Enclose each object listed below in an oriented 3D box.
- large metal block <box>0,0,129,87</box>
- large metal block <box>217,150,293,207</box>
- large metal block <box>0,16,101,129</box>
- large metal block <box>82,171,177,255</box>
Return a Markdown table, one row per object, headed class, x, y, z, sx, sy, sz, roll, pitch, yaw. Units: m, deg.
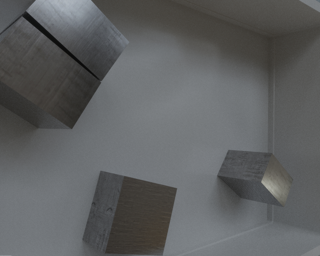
| class | x | y | z | sx | sy | sz | roll | pitch | yaw |
| --- | --- | --- | --- | --- | --- | --- | --- | --- | --- |
| large metal block | -0.091 | -0.086 | 0.295 | 0.080 | 0.080 | 0.050 | 44 | 64 | -32 |
| large metal block | 0.155 | 0.081 | 0.504 | 0.080 | 0.080 | 0.050 | 43 | 64 | -32 |
| large metal block | -0.114 | -0.042 | 0.276 | 0.080 | 0.080 | 0.050 | 41 | 65 | -33 |
| large metal block | -0.034 | 0.100 | 0.364 | 0.080 | 0.050 | 0.080 | 22 | 76 | -38 |
